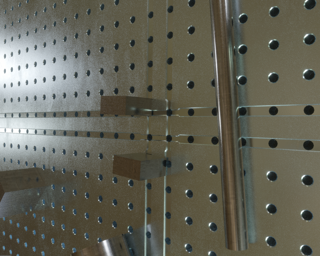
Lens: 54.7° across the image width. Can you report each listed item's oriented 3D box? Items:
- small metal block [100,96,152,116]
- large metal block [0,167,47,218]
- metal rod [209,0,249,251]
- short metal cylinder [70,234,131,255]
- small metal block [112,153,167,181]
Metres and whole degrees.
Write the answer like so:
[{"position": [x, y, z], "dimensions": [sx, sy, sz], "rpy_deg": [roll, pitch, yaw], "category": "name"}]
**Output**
[{"position": [-0.047, -0.030, 0.432], "dimensions": [0.050, 0.050, 0.025], "rpy_deg": [5, 93, 40], "category": "small metal block"}, {"position": [-0.284, 0.127, 0.609], "dimensions": [0.050, 0.081, 0.080], "rpy_deg": [50, 120, 28], "category": "large metal block"}, {"position": [0.076, -0.019, 0.346], "dimensions": [0.025, 0.025, 0.298], "rpy_deg": [-5, 87, 40], "category": "metal rod"}, {"position": [-0.081, 0.190, 0.441], "dimensions": [0.080, 0.081, 0.050], "rpy_deg": [-34, 69, 35], "category": "short metal cylinder"}, {"position": [-0.027, 0.051, 0.416], "dimensions": [0.050, 0.050, 0.025], "rpy_deg": [7, 94, 40], "category": "small metal block"}]
